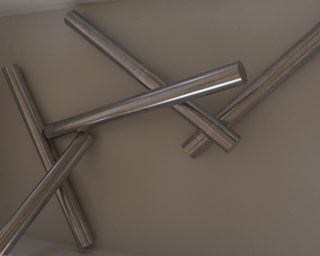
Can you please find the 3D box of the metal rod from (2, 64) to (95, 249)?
[{"bbox_3d":[-0.171,0.037,0.469,0.025,0.025,0.299,-30,81,17],"label":"metal rod"}]

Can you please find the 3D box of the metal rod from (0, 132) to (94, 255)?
[{"bbox_3d":[-0.180,0.125,0.384,0.025,0.025,0.301,24,63,18],"label":"metal rod"}]

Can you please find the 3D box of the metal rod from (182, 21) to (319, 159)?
[{"bbox_3d":[0.142,-0.069,0.360,0.299,0.025,0.025,-43,77,14],"label":"metal rod"}]

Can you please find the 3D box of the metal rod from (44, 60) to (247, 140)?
[{"bbox_3d":[-0.041,-0.025,0.388,0.300,0.025,0.025,-14,85,32],"label":"metal rod"}]

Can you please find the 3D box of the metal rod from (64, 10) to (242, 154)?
[{"bbox_3d":[-0.023,-0.071,0.402,0.300,0.025,0.025,40,103,21],"label":"metal rod"}]
